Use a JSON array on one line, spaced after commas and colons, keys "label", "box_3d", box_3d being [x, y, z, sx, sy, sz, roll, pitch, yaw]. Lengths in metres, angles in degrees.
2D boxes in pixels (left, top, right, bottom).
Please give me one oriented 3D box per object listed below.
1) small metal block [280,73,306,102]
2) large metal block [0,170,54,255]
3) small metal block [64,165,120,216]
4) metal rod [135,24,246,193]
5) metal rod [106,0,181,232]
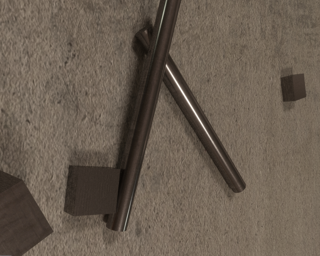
[{"label": "small metal block", "box_3d": [0.277, -0.084, 0.641, 0.050, 0.025, 0.050, -17, 101, -39]}, {"label": "large metal block", "box_3d": [-0.147, 0.079, 0.247, 0.081, 0.080, 0.050, -35, 112, -35]}, {"label": "small metal block", "box_3d": [-0.075, 0.068, 0.344, 0.050, 0.025, 0.050, 9, 84, -40]}, {"label": "metal rod", "box_3d": [0.056, -0.012, 0.453, 0.025, 0.025, 0.299, -50, 120, -29]}, {"label": "metal rod", "box_3d": [-0.017, -0.028, 0.370, 0.025, 0.025, 0.298, 15, 87, -39]}]
